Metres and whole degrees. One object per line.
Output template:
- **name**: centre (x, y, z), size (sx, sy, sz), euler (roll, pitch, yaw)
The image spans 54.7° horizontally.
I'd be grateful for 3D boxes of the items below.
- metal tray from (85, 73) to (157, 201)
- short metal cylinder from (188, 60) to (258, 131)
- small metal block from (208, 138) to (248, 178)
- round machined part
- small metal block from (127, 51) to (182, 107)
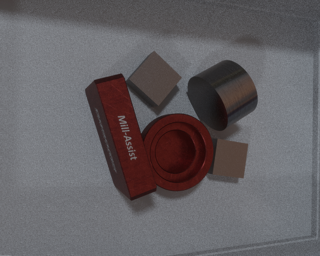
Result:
- **metal tray**: centre (-0.048, 0.009, 0.357), size (0.030, 0.090, 0.129), euler (-18, 96, -19)
- **short metal cylinder**: centre (0.081, -0.043, 0.411), size (0.050, 0.080, 0.080), euler (-31, 101, -18)
- **small metal block**: centre (0.095, 0.043, 0.445), size (0.050, 0.025, 0.050), euler (10, 86, -19)
- **round machined part**: centre (0.017, 0.030, 0.406), size (0.099, 0.042, 0.097), euler (0, 90, -21)
- **small metal block**: centre (-0.009, -0.063, 0.406), size (0.050, 0.025, 0.050), euler (42, 77, -14)
